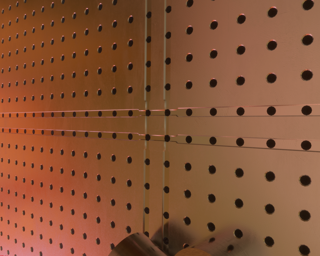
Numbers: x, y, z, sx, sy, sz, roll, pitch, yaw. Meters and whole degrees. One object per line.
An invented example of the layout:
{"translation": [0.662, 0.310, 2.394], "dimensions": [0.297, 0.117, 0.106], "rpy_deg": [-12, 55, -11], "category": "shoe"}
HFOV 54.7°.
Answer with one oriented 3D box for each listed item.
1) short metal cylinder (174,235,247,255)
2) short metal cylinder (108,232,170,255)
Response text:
{"translation": [0.057, 0.167, 0.345], "dimensions": [0.080, 0.050, 0.079], "rpy_deg": [0, 90, 39], "category": "short metal cylinder"}
{"translation": [-0.029, 0.183, 0.395], "dimensions": [0.050, 0.081, 0.079], "rpy_deg": [29, 108, 36], "category": "short metal cylinder"}
